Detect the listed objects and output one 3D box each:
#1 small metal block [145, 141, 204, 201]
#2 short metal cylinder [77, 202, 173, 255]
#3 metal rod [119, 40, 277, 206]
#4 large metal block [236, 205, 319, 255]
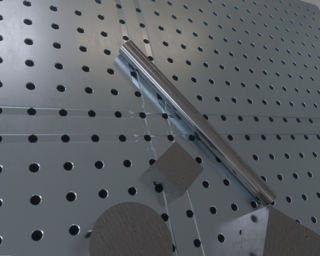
[{"bbox_3d":[0.018,0.053,0.386,0.050,0.025,0.050,45,51,3],"label":"small metal block"},{"bbox_3d":[-0.035,0.118,0.301,0.081,0.050,0.080,14,56,-21],"label":"short metal cylinder"},{"bbox_3d":[0.051,-0.010,0.441,0.300,0.025,0.025,47,51,5],"label":"metal rod"},{"bbox_3d":[0.143,0.154,0.375,0.080,0.050,0.080,32,52,-8],"label":"large metal block"}]
